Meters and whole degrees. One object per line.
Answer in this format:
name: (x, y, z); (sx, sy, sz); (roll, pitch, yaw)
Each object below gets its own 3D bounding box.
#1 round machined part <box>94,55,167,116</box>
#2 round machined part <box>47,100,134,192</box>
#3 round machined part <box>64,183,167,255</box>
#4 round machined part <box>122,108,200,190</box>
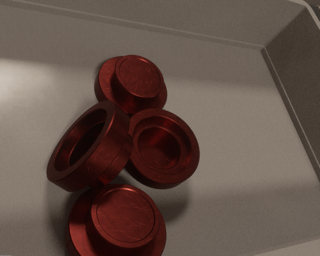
round machined part: (-0.034, -0.058, 0.413); (0.099, 0.042, 0.098); (14, 56, -21)
round machined part: (-0.066, 0.022, 0.316); (0.042, 0.098, 0.098); (43, 47, -29)
round machined part: (-0.039, 0.094, 0.302); (0.099, 0.042, 0.098); (17, 40, -14)
round machined part: (-0.005, 0.028, 0.377); (0.099, 0.042, 0.098); (14, 56, -21)
